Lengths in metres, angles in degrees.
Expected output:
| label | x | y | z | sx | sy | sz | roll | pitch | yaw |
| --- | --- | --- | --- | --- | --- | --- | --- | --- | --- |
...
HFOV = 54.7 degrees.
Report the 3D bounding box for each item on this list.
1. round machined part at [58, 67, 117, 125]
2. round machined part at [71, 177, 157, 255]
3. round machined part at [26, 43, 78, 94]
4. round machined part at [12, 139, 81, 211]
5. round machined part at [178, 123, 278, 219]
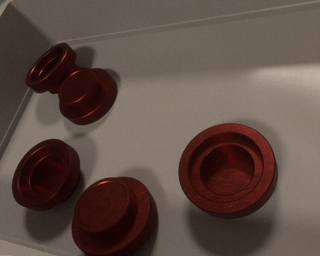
| label | x | y | z | sx | sy | sz | roll | pitch | yaw |
| --- | --- | --- | --- | --- | --- | --- | --- | --- | --- |
| round machined part | -0.121 | -0.057 | 0.491 | 0.098 | 0.042 | 0.098 | -13 | 56 | 20 |
| round machined part | -0.056 | 0.095 | 0.350 | 0.098 | 0.042 | 0.098 | -14 | 43 | 13 |
| round machined part | -0.182 | -0.098 | 0.540 | 0.098 | 0.042 | 0.098 | -22 | 44 | 24 |
| round machined part | -0.151 | 0.067 | 0.431 | 0.098 | 0.042 | 0.098 | -13 | 56 | 20 |
| round machined part | 0.073 | 0.047 | 0.327 | 0.098 | 0.042 | 0.098 | -13 | 56 | 20 |
